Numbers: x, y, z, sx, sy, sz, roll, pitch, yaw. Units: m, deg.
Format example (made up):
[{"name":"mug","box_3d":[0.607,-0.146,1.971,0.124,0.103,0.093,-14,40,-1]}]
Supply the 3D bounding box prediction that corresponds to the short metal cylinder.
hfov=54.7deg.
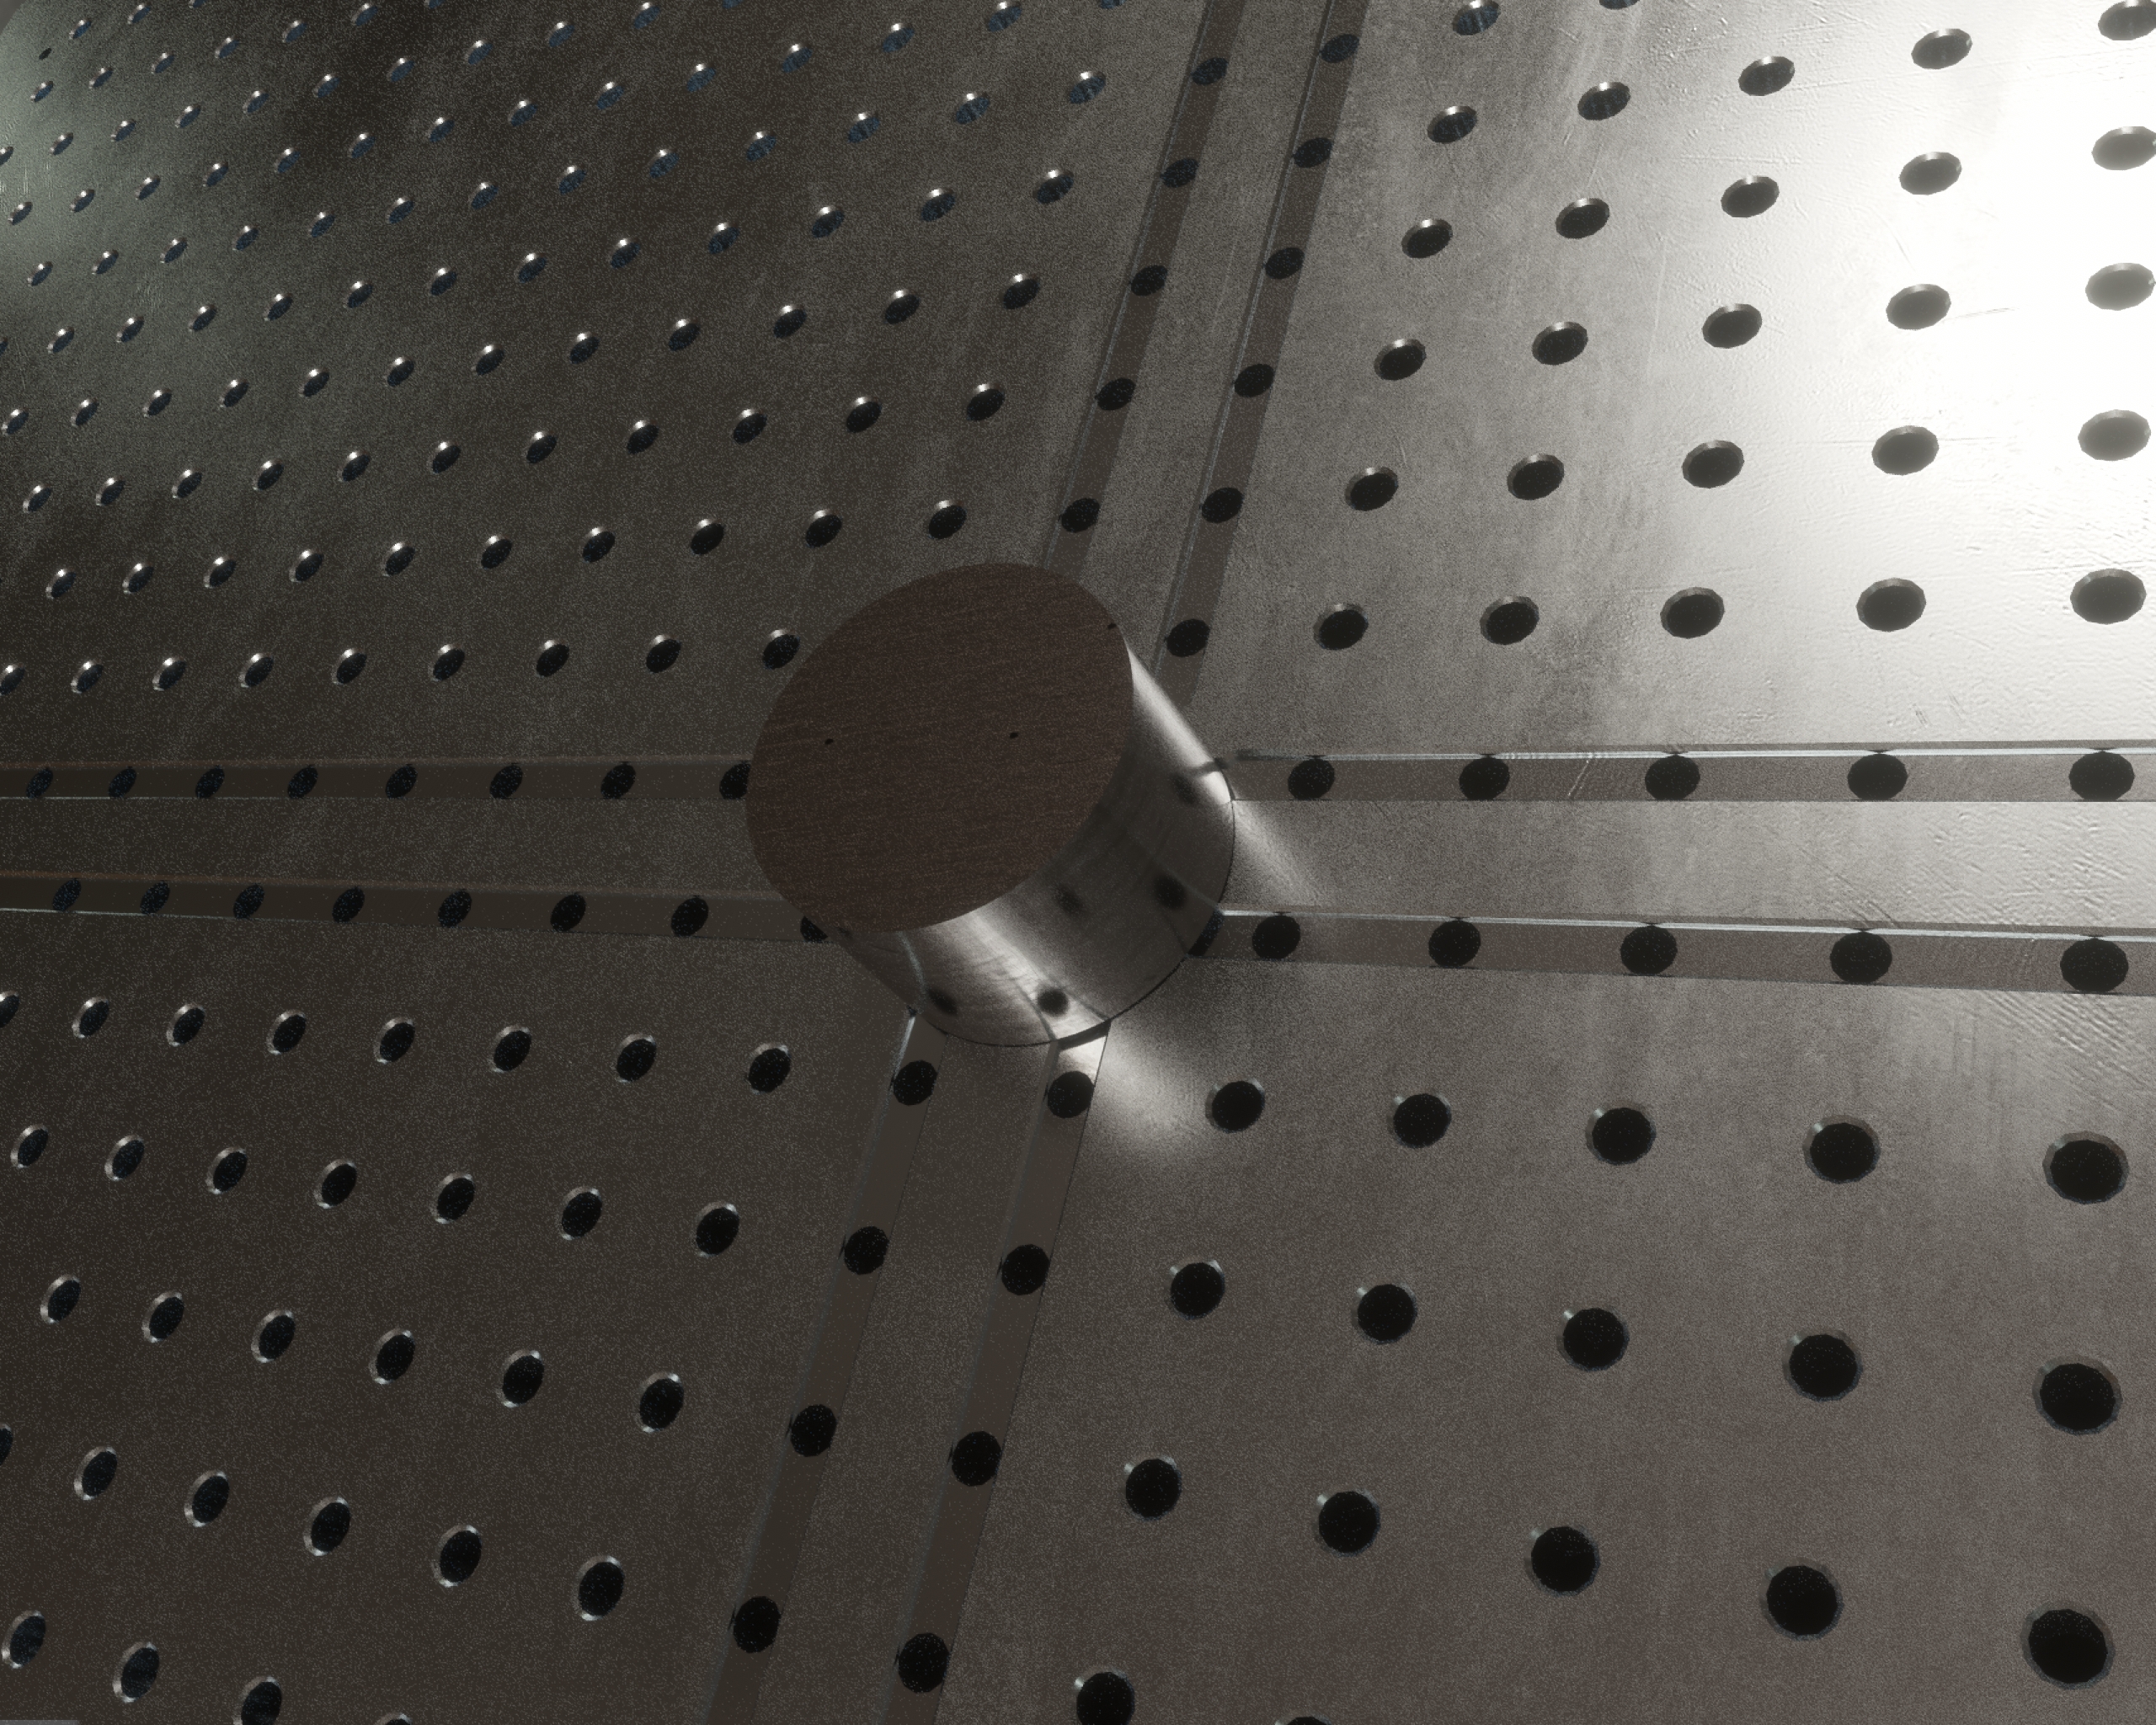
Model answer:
[{"name":"short metal cylinder","box_3d":[-0.016,-0.011,0.405,0.080,0.050,0.080,-13,56,20]}]
